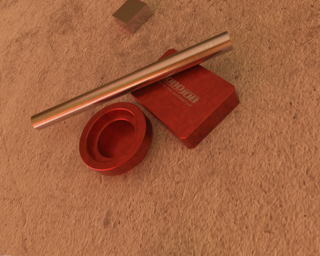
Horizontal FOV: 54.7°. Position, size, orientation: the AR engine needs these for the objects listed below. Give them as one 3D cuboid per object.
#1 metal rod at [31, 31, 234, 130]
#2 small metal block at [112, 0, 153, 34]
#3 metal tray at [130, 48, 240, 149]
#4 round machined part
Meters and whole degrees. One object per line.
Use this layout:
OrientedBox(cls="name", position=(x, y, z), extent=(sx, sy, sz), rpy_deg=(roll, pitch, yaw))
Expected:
OrientedBox(cls="metal rod", position=(-0.049, -0.058, 0.424), extent=(0.301, 0.025, 0.025), rpy_deg=(-20, 54, 16))
OrientedBox(cls="small metal block", position=(-0.049, -0.201, 0.551), extent=(0.050, 0.025, 0.050), rpy_deg=(-46, 51, -4))
OrientedBox(cls="metal tray", position=(0.027, -0.044, 0.412), extent=(0.090, 0.030, 0.130), rpy_deg=(-45, 51, -3))
OrientedBox(cls="round machined part", position=(-0.053, 0.018, 0.409), extent=(0.098, 0.042, 0.098), rpy_deg=(-13, 56, 20))
